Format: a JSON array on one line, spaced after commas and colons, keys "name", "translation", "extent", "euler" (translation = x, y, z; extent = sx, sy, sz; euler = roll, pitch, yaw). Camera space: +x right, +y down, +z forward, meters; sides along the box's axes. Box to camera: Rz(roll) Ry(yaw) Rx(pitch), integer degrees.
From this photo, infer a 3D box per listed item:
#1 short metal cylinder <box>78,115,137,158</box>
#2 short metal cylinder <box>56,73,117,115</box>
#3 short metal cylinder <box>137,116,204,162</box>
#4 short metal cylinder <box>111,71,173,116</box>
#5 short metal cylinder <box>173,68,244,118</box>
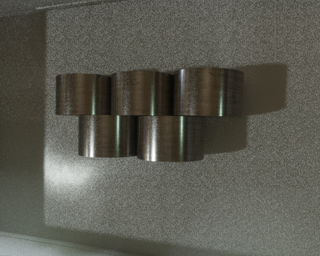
[{"name": "short metal cylinder", "translation": [-0.064, 0.009, 0.402], "extent": [0.080, 0.080, 0.050], "euler": [1, 91, 20]}, {"name": "short metal cylinder", "translation": [-0.097, -0.042, 0.414], "extent": [0.080, 0.080, 0.050], "euler": [1, 91, 20]}, {"name": "short metal cylinder", "translation": [0.013, 0.011, 0.375], "extent": [0.080, 0.080, 0.050], "euler": [1, 91, 20]}, {"name": "short metal cylinder", "translation": [-0.021, -0.040, 0.387], "extent": [0.080, 0.080, 0.050], "euler": [1, 91, 20]}, {"name": "short metal cylinder", "translation": [0.055, -0.038, 0.360], "extent": [0.080, 0.080, 0.050], "euler": [2, 91, 20]}]
